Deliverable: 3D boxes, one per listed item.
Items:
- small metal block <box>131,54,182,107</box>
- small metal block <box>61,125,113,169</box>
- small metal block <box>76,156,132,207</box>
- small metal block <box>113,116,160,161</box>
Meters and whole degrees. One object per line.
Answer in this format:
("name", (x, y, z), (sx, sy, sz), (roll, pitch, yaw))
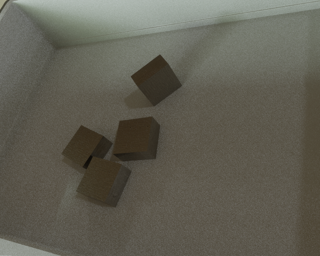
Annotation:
("small metal block", (-0.004, -0.065, 0.432), (0.050, 0.050, 0.025), (-37, 51, 4))
("small metal block", (-0.104, 0.030, 0.442), (0.050, 0.025, 0.050), (22, 73, 36))
("small metal block", (-0.072, 0.069, 0.402), (0.050, 0.025, 0.050), (10, 67, 32))
("small metal block", (-0.030, 0.015, 0.413), (0.050, 0.025, 0.050), (-7, 59, 24))
